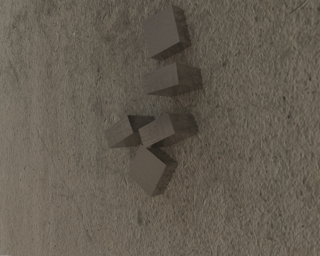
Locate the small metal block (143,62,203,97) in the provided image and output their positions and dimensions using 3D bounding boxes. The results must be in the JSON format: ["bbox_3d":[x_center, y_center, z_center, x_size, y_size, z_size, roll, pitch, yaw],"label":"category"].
[{"bbox_3d":[0.016,-0.057,0.375,0.050,0.050,0.025,-11,83,39],"label":"small metal block"}]

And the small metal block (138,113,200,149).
[{"bbox_3d":[0.011,0.004,0.380,0.050,0.050,0.025,-28,73,36],"label":"small metal block"}]

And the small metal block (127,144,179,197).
[{"bbox_3d":[-0.010,0.055,0.414,0.050,0.025,0.050,37,113,33],"label":"small metal block"}]

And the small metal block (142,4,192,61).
[{"bbox_3d":[0.008,-0.121,0.398,0.050,0.025,0.050,-19,78,38],"label":"small metal block"}]

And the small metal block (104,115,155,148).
[{"bbox_3d":[-0.038,0.005,0.420,0.050,0.050,0.025,-32,71,35],"label":"small metal block"}]
